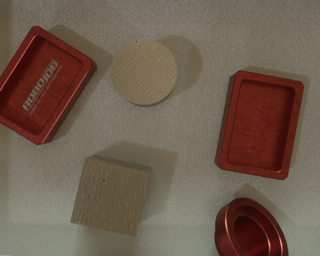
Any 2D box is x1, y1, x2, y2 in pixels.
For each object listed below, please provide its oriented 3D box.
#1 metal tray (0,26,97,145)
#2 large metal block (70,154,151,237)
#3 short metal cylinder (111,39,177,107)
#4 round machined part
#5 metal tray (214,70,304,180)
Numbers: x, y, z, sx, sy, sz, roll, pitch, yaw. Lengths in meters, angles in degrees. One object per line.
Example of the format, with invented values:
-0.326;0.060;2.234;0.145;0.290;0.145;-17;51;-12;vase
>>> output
-0.156;-0.054;0.406;0.090;0.030;0.130;32;90;-1;metal tray
-0.060;0.084;0.398;0.080;0.050;0.080;13;90;-1;large metal block
-0.020;-0.068;0.399;0.081;0.050;0.079;0;90;-1;short metal cylinder
0.108;0.141;0.387;0.098;0.098;0.042;41;130;0;round machined part
0.130;-0.004;0.410;0.091;0.030;0.129;10;90;-1;metal tray
